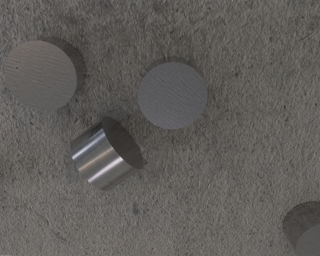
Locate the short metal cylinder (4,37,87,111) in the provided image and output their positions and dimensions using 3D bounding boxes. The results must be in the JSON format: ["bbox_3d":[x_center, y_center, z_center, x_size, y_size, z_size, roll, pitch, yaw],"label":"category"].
[{"bbox_3d":[-0.134,-0.066,0.371,0.081,0.050,0.079,0,110,0],"label":"short metal cylinder"}]

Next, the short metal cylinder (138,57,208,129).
[{"bbox_3d":[0.015,-0.044,0.380,0.081,0.050,0.079,0,110,0],"label":"short metal cylinder"}]

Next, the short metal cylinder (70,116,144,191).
[{"bbox_3d":[-0.065,0.032,0.392,0.050,0.080,0.080,-36,106,12],"label":"short metal cylinder"}]

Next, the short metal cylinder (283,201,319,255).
[{"bbox_3d":[0.230,0.156,0.456,0.081,0.050,0.079,0,110,0],"label":"short metal cylinder"}]
